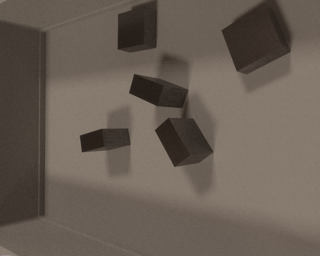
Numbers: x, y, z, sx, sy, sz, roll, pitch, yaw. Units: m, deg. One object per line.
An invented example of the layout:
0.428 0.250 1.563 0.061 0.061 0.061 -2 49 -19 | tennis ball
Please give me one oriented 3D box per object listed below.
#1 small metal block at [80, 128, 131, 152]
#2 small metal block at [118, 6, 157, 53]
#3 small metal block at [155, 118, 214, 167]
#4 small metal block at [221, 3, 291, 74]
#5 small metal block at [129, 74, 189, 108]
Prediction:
-0.080 0.018 0.454 0.050 0.050 0.025 -15 81 39 | small metal block
-0.032 -0.135 0.431 0.050 0.025 0.050 2 91 39 | small metal block
0.029 0.016 0.365 0.025 0.050 0.050 -42 65 32 | small metal block
0.099 -0.091 0.324 0.050 0.025 0.050 -26 74 36 | small metal block
-0.001 -0.046 0.390 0.050 0.050 0.025 27 107 36 | small metal block
